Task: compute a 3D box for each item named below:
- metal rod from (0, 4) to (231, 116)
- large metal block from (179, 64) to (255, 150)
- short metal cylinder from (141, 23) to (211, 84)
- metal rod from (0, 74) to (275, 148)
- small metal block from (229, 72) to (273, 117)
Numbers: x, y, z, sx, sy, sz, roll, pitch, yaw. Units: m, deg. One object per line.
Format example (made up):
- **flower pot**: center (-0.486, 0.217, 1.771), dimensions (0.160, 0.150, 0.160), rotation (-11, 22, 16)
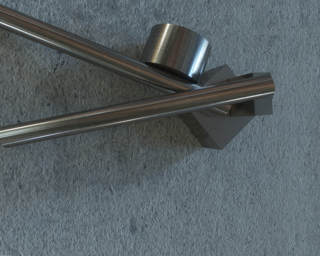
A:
- **metal rod**: center (-0.057, -0.078, 0.359), dimensions (0.302, 0.025, 0.025), rotation (21, 83, -8)
- **large metal block**: center (0.075, -0.028, 0.424), dimensions (0.080, 0.050, 0.080), rotation (-43, 103, -14)
- **short metal cylinder**: center (0.018, -0.087, 0.390), dimensions (0.080, 0.080, 0.050), rotation (22, 83, -19)
- **metal rod**: center (-0.026, -0.019, 0.345), dimensions (0.302, 0.025, 0.025), rotation (-11, 94, 1)
- **small metal block**: center (0.111, -0.040, 0.383), dimensions (0.025, 0.050, 0.050), rotation (-4, 92, -20)
